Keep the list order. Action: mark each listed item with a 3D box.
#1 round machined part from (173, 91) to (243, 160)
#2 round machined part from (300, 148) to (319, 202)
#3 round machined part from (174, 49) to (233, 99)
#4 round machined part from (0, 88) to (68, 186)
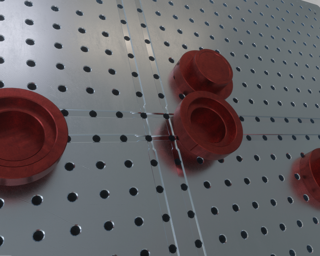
[{"bbox_3d":[0.062,0.000,0.430,0.099,0.042,0.098,13,56,-21],"label":"round machined part"},{"bbox_3d":[0.281,0.076,0.501,0.099,0.042,0.098,13,56,-21],"label":"round machined part"},{"bbox_3d":[0.075,-0.085,0.489,0.099,0.042,0.098,13,56,-21],"label":"round machined part"},{"bbox_3d":[-0.147,0.011,0.311,0.099,0.042,0.098,13,56,-21],"label":"round machined part"}]
